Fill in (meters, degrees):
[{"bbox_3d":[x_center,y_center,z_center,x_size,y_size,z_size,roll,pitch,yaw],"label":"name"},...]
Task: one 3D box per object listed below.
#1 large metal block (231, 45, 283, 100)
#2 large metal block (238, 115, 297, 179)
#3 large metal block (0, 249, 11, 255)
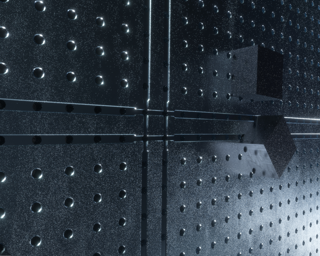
[{"bbox_3d":[0.169,-0.092,0.538,0.081,0.050,0.080,4,88,-40],"label":"large metal block"},{"bbox_3d":[0.197,0.033,0.561,0.080,0.050,0.080,-46,118,-30],"label":"large metal block"},{"bbox_3d":[-0.159,0.121,0.241,0.080,0.080,0.050,39,66,-33],"label":"large metal block"}]
